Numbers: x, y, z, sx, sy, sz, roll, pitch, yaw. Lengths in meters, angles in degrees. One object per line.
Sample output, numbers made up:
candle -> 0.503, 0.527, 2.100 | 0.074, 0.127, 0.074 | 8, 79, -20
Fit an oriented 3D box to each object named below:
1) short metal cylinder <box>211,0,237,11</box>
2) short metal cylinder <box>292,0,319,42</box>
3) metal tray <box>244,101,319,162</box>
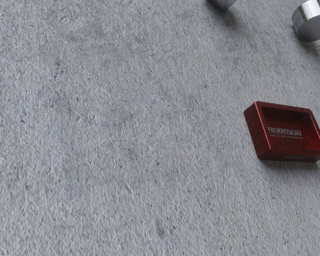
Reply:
short metal cylinder -> 0.133, -0.278, 0.610 | 0.050, 0.080, 0.080 | 46, 51, 4
short metal cylinder -> 0.348, -0.243, 0.703 | 0.081, 0.080, 0.050 | 11, 57, -23
metal tray -> 0.207, 0.007, 0.507 | 0.131, 0.030, 0.090 | 5, 60, -26
